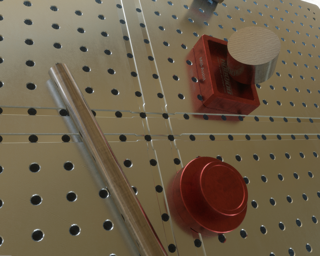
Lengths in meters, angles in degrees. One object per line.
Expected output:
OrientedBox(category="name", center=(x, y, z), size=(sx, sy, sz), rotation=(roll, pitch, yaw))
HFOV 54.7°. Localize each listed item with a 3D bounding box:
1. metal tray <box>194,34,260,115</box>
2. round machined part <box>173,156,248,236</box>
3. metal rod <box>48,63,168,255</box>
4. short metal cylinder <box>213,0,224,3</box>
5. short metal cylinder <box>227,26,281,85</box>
OrientedBox(category="metal tray", center=(0.109, -0.090, 0.517), size=(0.091, 0.030, 0.130), rotation=(9, 58, -23))
OrientedBox(category="round machined part", center=(0.069, 0.080, 0.386), size=(0.099, 0.042, 0.098), rotation=(14, 56, -21))
OrientedBox(category="metal rod", center=(-0.053, 0.053, 0.346), size=(0.025, 0.025, 0.299), rotation=(-20, 72, -36))
OrientedBox(category="short metal cylinder", center=(0.119, -0.299, 0.619), size=(0.050, 0.080, 0.080), rotation=(25, 53, -13))
OrientedBox(category="short metal cylinder", center=(0.150, -0.118, 0.505), size=(0.080, 0.050, 0.080), rotation=(-4, 61, 8))
